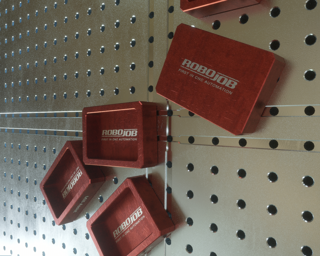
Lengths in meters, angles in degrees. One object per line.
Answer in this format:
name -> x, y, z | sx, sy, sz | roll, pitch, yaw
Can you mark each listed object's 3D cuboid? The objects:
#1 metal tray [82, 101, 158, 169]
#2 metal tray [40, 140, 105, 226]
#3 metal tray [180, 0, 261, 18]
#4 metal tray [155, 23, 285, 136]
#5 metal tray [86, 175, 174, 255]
metal tray -> -0.063, 0.011, 0.459 | 0.130, 0.030, 0.090 | -2, 89, 40
metal tray -> -0.155, 0.094, 0.536 | 0.129, 0.030, 0.090 | -51, 60, 28
metal tray -> 0.068, -0.201, 0.350 | 0.090, 0.030, 0.129 | 1, 91, 40
metal tray -> 0.061, -0.058, 0.356 | 0.130, 0.030, 0.089 | 32, 110, 35
metal tray -> -0.048, 0.141, 0.446 | 0.129, 0.030, 0.090 | -49, 61, 29
